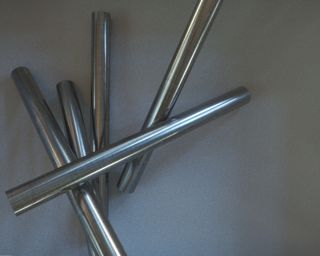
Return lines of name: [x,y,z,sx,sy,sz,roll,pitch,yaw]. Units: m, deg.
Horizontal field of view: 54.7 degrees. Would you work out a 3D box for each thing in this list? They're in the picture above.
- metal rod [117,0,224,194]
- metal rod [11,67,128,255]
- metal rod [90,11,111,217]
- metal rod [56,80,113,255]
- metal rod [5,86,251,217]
metal rod: [0.013,-0.047,0.358,0.025,0.025,0.298,25,111,0]
metal rod: [-0.107,0.034,0.341,0.025,0.025,0.300,-37,62,0]
metal rod: [-0.080,-0.001,0.410,0.025,0.025,0.298,1,90,0]
metal rod: [-0.080,0.071,0.347,0.025,0.025,0.299,-20,64,0]
metal rod: [-0.011,0.012,0.345,0.302,0.025,0.025,-25,90,-27]
